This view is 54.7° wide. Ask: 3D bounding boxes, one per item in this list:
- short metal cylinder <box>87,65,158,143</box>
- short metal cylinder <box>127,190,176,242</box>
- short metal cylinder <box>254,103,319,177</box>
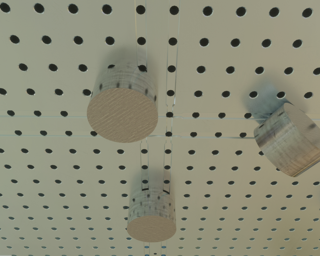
[{"bbox_3d":[-0.042,-0.028,0.371,0.081,0.050,0.079,0,130,0],"label":"short metal cylinder"},{"bbox_3d":[-0.014,0.149,0.522,0.081,0.050,0.079,0,130,0],"label":"short metal cylinder"},{"bbox_3d":[0.166,0.014,0.389,0.080,0.080,0.050,28,125,-22],"label":"short metal cylinder"}]
